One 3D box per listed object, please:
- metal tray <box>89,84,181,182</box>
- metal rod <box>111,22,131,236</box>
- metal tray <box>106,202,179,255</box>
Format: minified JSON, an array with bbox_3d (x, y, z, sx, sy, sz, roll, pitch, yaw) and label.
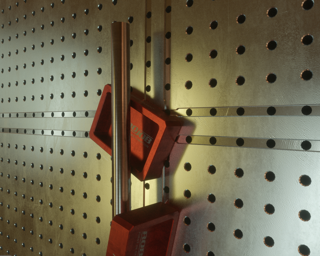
[{"bbox_3d":[-0.041,0.003,0.437,0.130,0.030,0.089,34,111,34],"label":"metal tray"},{"bbox_3d":[-0.051,0.012,0.409,0.025,0.025,0.298,-1,90,39],"label":"metal rod"},{"bbox_3d":[-0.026,0.165,0.386,0.030,0.091,0.129,18,101,38],"label":"metal tray"}]
